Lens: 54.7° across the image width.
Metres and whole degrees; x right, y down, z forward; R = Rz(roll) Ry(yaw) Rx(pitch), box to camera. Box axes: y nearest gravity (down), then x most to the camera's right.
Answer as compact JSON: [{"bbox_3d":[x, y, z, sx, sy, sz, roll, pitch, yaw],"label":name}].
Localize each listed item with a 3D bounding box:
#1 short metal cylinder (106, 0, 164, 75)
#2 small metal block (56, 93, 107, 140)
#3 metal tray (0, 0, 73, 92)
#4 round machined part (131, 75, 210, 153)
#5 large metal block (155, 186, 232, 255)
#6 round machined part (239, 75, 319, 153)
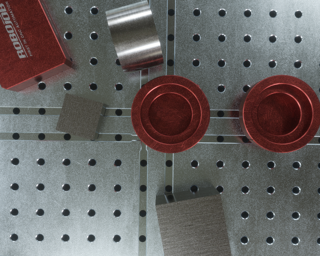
[{"bbox_3d":[-0.031,-0.112,0.385,0.050,0.080,0.080,-16,90,0],"label":"short metal cylinder"},{"bbox_3d":[-0.104,-0.015,0.412,0.050,0.025,0.050,16,90,0],"label":"small metal block"},{"bbox_3d":[-0.186,-0.125,0.409,0.090,0.030,0.129,-25,90,0],"label":"metal tray"},{"bbox_3d":[0.013,-0.017,0.405,0.099,0.042,0.097,0,90,0],"label":"round machined part"},{"bbox_3d":[0.041,0.126,0.401,0.080,0.050,0.080,-10,90,0],"label":"large metal block"},{"bbox_3d":[0.152,-0.018,0.406,0.099,0.042,0.097,0,90,0],"label":"round machined part"}]
